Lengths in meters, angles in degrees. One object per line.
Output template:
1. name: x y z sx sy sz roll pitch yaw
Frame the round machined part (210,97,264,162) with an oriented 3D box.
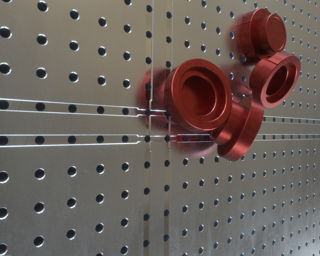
1. round machined part: 0.108 -0.003 0.461 0.042 0.098 0.098 25 72 -5

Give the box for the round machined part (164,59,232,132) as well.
1. round machined part: 0.048 -0.042 0.427 0.099 0.042 0.098 5 78 -28

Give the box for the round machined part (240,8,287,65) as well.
1. round machined part: 0.190 -0.165 0.555 0.099 0.042 0.097 0 90 -40

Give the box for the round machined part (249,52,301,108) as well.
1. round machined part: 0.195 -0.087 0.542 0.099 0.042 0.097 -23 134 -26
